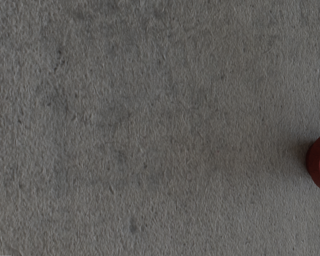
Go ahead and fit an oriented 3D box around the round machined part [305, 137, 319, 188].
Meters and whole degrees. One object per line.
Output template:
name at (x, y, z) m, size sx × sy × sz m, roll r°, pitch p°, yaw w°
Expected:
round machined part at (0.280, 0.055, 0.506) m, size 0.099 × 0.042 × 0.097 m, roll 0°, pitch 90°, yaw -21°
